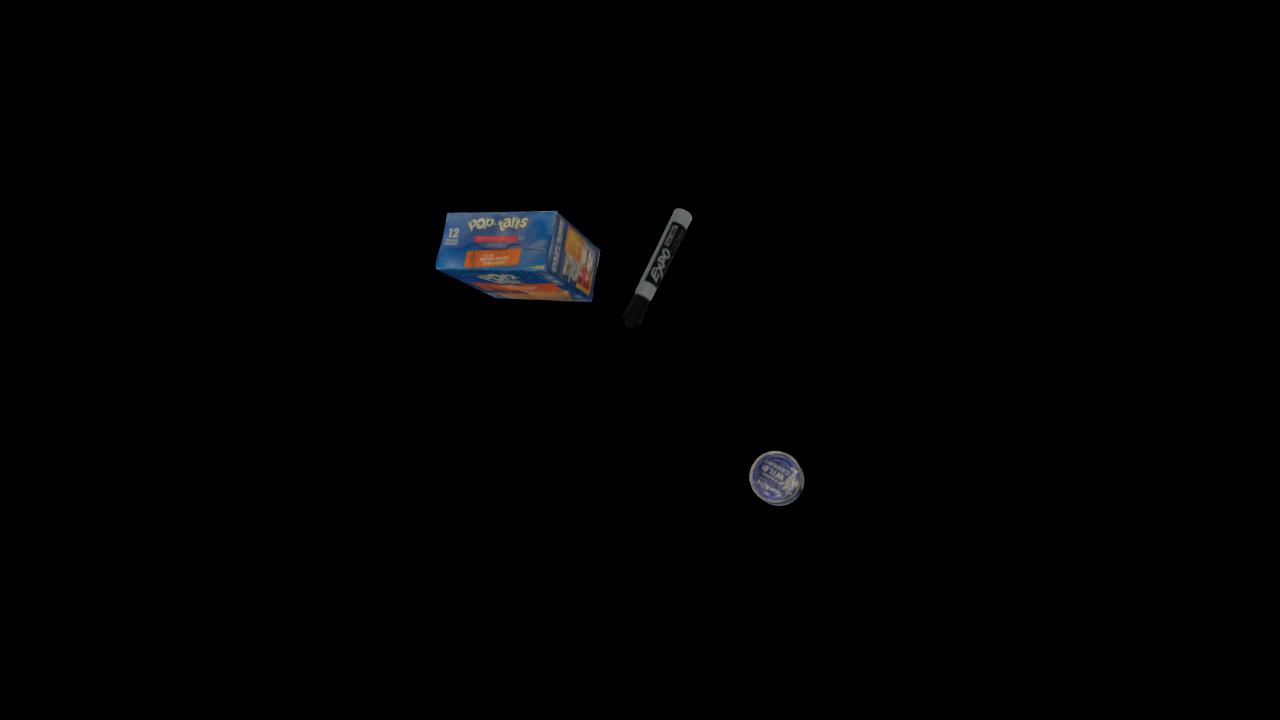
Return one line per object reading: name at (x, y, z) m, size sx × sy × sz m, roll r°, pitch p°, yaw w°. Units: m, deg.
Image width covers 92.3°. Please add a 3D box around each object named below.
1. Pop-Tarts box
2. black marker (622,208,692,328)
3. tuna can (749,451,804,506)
Pop-Tarts box at (-0.161, -0.138, 0.840) m, size 0.167 × 0.083 × 0.141 m, roll 4°, pitch -10°, yaw 20°
black marker at (0.015, -0.083, 0.559) m, size 0.020 × 0.121 × 0.020 m, roll 24°, pitch -13°, yaw 6°
tuna can at (0.221, 0.191, 0.992) m, size 0.084 × 0.084 × 0.034 m, roll 0°, pitch -23°, yaw 25°
